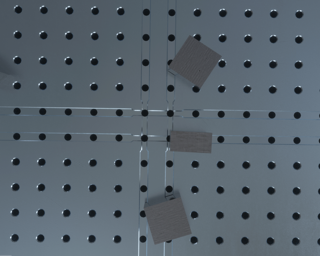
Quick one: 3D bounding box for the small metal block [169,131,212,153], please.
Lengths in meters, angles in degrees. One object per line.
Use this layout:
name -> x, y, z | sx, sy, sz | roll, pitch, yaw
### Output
small metal block -> 0.038, 0.017, 0.401 | 0.050, 0.050, 0.025 | 3, 90, 0

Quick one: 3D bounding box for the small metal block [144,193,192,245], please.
small metal block -> 0.010, 0.120, 0.414 | 0.050, 0.025, 0.050 | -17, 90, 0

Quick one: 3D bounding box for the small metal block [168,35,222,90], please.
small metal block -> 0.045, -0.086, 0.414 | 0.050, 0.025, 0.050 | 34, 90, 0

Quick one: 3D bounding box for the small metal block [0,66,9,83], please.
small metal block -> -0.234, -0.082, 0.399 | 0.025, 0.050, 0.050 | -44, 90, 0
